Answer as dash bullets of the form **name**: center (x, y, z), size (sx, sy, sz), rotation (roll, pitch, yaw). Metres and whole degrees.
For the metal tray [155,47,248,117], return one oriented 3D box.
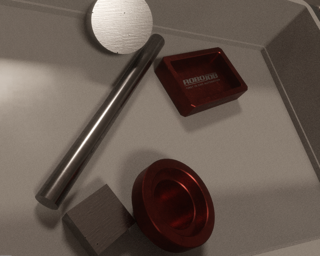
- **metal tray**: center (0.067, -0.076, 0.487), size (0.131, 0.030, 0.090), rotation (-19, 72, -36)

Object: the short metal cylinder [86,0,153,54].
- **short metal cylinder**: center (-0.056, -0.143, 0.421), size (0.081, 0.050, 0.079), rotation (-6, 108, -19)

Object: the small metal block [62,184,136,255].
- **small metal block**: center (-0.062, 0.094, 0.316), size (0.050, 0.025, 0.050), rotation (-34, 81, -38)

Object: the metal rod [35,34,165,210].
- **metal rod**: center (-0.057, -0.032, 0.395), size (0.025, 0.025, 0.301), rotation (33, 51, -7)

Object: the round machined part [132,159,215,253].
- **round machined part**: center (0.010, 0.087, 0.340), size (0.099, 0.042, 0.098), rotation (25, 45, -27)
